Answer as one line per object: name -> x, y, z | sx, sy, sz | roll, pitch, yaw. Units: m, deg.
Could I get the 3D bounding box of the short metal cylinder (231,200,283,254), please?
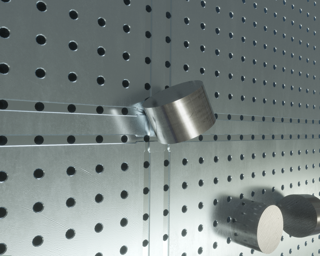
short metal cylinder -> 0.168, 0.168, 0.534 | 0.081, 0.050, 0.079 | 0, 90, -40

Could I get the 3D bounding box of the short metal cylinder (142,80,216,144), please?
short metal cylinder -> 0.025, -0.021, 0.393 | 0.081, 0.080, 0.050 | -36, 112, -34

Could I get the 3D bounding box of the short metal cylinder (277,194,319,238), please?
short metal cylinder -> 0.278, 0.170, 0.606 | 0.050, 0.080, 0.080 | 10, 84, -40
